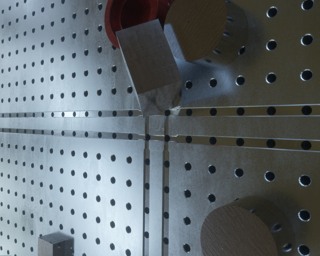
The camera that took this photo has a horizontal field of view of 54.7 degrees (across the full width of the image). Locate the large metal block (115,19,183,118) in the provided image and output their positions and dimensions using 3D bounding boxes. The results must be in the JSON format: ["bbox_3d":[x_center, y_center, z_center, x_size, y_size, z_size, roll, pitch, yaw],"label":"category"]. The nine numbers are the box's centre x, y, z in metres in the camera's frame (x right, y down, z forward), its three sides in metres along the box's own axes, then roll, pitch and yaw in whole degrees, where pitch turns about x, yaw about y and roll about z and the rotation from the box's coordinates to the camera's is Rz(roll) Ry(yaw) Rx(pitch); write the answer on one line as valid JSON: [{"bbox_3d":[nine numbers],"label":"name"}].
[{"bbox_3d":[-0.012,-0.068,0.373,0.050,0.080,0.080,-19,75,-4],"label":"large metal block"}]

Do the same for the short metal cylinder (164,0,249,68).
[{"bbox_3d":[0.051,-0.111,0.350,0.080,0.050,0.079,0,90,40],"label":"short metal cylinder"}]

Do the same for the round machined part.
[{"bbox_3d":[-0.027,-0.151,0.418,0.098,0.042,0.097,0,90,39],"label":"round machined part"}]

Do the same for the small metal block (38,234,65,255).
[{"bbox_3d":[-0.201,0.229,0.571,0.050,0.025,0.050,2,91,39],"label":"small metal block"}]

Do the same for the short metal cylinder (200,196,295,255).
[{"bbox_3d":[0.089,0.115,0.318,0.080,0.050,0.079,0,90,39],"label":"short metal cylinder"}]
